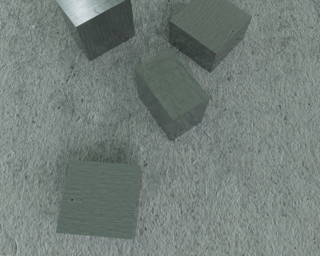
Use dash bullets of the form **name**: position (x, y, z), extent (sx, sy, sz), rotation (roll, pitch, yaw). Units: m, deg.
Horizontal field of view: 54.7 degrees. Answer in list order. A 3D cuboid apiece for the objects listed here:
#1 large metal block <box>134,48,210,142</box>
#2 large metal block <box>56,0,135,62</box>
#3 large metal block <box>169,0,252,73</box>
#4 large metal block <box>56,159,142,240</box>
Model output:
- **large metal block**: position (0.013, -0.039, 0.393), extent (0.050, 0.080, 0.080), rotation (-32, 73, -11)
- **large metal block**: position (-0.085, -0.152, 0.434), extent (0.080, 0.080, 0.050), rotation (-34, 74, -11)
- **large metal block**: position (0.070, -0.141, 0.447), extent (0.080, 0.050, 0.080), rotation (40, 75, 13)
- **large metal block**: position (-0.067, 0.085, 0.363), extent (0.080, 0.050, 0.080), rotation (5, 70, 1)
